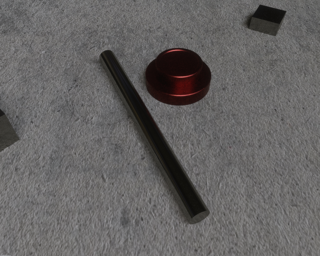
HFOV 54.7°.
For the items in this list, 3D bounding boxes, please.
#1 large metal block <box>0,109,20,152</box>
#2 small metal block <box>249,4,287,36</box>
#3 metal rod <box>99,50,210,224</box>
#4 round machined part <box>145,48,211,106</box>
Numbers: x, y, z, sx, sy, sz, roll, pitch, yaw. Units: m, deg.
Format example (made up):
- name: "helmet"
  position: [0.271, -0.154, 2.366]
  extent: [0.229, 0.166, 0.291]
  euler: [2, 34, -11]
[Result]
- name: "large metal block"
  position: [-0.240, 0.000, 0.384]
  extent: [0.080, 0.050, 0.080]
  euler: [37, 59, 26]
- name: "small metal block"
  position: [0.200, -0.200, 0.574]
  extent: [0.050, 0.025, 0.050]
  euler: [22, 53, 17]
- name: "metal rod"
  position: [-0.022, -0.010, 0.411]
  extent: [0.025, 0.025, 0.300]
  euler: [-19, 53, -16]
- name: "round machined part"
  position: [0.027, -0.083, 0.462]
  extent: [0.099, 0.042, 0.098]
  euler: [0, 50, 0]
